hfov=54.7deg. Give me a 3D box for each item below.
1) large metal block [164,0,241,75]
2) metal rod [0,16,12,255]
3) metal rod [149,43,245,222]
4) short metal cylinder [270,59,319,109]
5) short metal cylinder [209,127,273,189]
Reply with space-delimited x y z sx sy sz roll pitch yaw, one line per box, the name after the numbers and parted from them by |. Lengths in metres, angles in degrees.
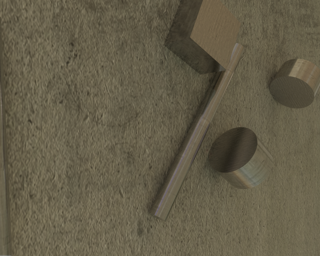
0.062 -0.134 0.440 0.080 0.050 0.080 30 71 -36 | large metal block
-0.150 0.050 0.278 0.025 0.025 0.298 -3 92 -40 | metal rod
0.062 -0.008 0.456 0.025 0.025 0.300 42 65 -32 | metal rod
0.256 -0.083 0.583 0.080 0.080 0.050 52 60 -28 | short metal cylinder
0.122 0.045 0.472 0.050 0.080 0.080 43 64 -32 | short metal cylinder
